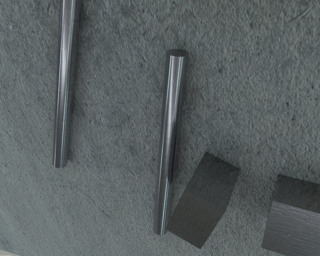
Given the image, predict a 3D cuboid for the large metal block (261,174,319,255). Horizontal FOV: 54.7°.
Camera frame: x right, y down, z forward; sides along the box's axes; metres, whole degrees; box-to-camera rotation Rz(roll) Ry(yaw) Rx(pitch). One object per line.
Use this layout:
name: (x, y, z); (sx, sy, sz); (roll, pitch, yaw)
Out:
large metal block: (0.172, 0.111, 0.368); (0.080, 0.050, 0.079); (13, 124, 20)

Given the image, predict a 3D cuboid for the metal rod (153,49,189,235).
metal rod: (0.010, 0.041, 0.425); (0.025, 0.025, 0.298); (17, 125, 18)

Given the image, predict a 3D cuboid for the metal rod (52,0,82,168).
metal rod: (-0.136, -0.054, 0.442); (0.025, 0.025, 0.298); (26, 128, 11)

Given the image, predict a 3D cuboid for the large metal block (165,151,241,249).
large metal block: (0.056, 0.091, 0.397); (0.050, 0.080, 0.079); (27, 128, 11)
